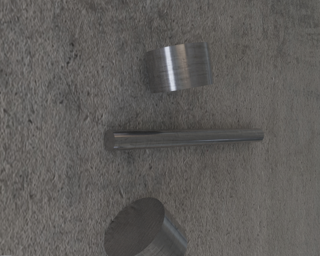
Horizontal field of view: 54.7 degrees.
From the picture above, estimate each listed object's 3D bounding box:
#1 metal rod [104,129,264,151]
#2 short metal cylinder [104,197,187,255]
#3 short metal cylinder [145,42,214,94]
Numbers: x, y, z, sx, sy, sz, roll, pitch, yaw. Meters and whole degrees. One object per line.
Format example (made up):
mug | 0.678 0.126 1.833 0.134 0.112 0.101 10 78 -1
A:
metal rod | 0.058 0.013 0.452 0.302 0.025 0.025 0 91 -40
short metal cylinder | -0.016 0.127 0.356 0.080 0.080 0.050 -50 120 -28
short metal cylinder | 0.024 -0.074 0.389 0.081 0.080 0.050 -16 100 -39
